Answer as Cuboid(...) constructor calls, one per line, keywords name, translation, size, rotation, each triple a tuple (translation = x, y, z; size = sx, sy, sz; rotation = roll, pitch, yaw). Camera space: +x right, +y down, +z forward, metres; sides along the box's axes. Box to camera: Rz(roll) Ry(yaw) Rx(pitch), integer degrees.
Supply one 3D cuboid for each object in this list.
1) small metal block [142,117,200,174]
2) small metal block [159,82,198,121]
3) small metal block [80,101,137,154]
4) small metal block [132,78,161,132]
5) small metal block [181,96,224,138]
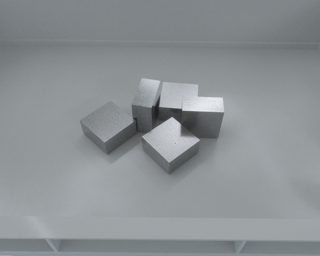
Cuboid(name="small metal block", translation=(0.013, 0.021, 0.385), size=(0.050, 0.025, 0.050), rotation=(-33, 58, -25))
Cuboid(name="small metal block", translation=(0.026, -0.037, 0.434), size=(0.050, 0.025, 0.050), rotation=(5, 50, 4))
Cuboid(name="small metal block", translation=(-0.067, -0.002, 0.403), size=(0.050, 0.025, 0.050), rotation=(38, 59, 27))
Cuboid(name="small metal block", translation=(-0.017, -0.029, 0.410), size=(0.025, 0.050, 0.050), rotation=(10, 51, 8))
Cuboid(name="small metal block", translation=(0.052, -0.013, 0.398), size=(0.050, 0.050, 0.025), rotation=(2, 50, 1))
